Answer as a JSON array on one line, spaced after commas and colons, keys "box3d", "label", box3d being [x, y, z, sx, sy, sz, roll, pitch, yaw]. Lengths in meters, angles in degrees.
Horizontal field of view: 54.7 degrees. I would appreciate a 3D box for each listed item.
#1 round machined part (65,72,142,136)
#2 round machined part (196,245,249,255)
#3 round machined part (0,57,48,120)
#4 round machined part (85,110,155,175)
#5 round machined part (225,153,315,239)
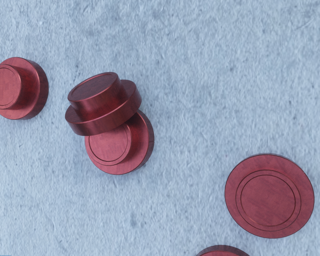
[{"box3d": [-0.077, -0.037, 0.394, 0.098, 0.098, 0.042, -11, 124, 19], "label": "round machined part"}, {"box3d": [0.077, 0.197, 0.373, 0.098, 0.042, 0.097, 0, 90, 19], "label": "round machined part"}, {"box3d": [-0.226, -0.061, 0.478, 0.098, 0.042, 0.097, 0, 90, 19], "label": "round machined part"}, {"box3d": [-0.061, 0.015, 0.420, 0.098, 0.042, 0.097, 0, 90, 19], "label": "round machined part"}, {"box3d": [0.124, 0.079, 0.356, 0.098, 0.042, 0.097, 0, 90, 19], "label": "round machined part"}]
